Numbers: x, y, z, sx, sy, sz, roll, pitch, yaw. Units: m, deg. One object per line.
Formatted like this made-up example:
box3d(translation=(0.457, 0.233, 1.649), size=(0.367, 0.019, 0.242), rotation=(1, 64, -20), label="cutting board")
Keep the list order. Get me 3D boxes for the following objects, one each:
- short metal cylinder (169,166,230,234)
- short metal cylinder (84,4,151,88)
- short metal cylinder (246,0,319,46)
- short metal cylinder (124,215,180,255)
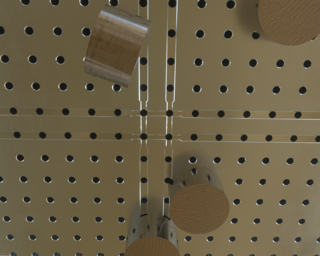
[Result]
box3d(translation=(0.053, 0.101, 0.437), size=(0.081, 0.050, 0.079), rotation=(0, 110, 0), label="short metal cylinder")
box3d(translation=(-0.047, -0.091, 0.350), size=(0.050, 0.080, 0.079), rotation=(19, 109, -7), label="short metal cylinder")
box3d(translation=(0.144, -0.137, 0.351), size=(0.081, 0.050, 0.079), rotation=(0, 110, 0), label="short metal cylinder")
box3d(translation=(-0.011, 0.179, 0.466), size=(0.081, 0.050, 0.079), rotation=(0, 110, 0), label="short metal cylinder")
